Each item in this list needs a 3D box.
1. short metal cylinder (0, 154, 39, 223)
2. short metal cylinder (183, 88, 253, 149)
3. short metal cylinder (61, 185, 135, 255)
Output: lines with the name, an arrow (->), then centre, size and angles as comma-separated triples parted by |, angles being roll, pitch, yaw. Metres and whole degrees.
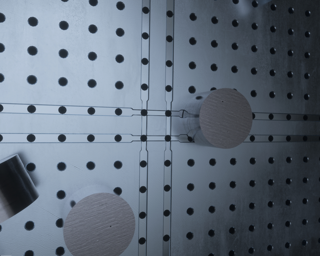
short metal cylinder -> -0.175, 0.067, 0.319 | 0.081, 0.080, 0.050 | -27, 99, -18
short metal cylinder -> 0.079, -0.013, 0.428 | 0.081, 0.050, 0.079 | 0, 90, -20
short metal cylinder -> -0.075, 0.112, 0.372 | 0.081, 0.050, 0.079 | 0, 90, -20
